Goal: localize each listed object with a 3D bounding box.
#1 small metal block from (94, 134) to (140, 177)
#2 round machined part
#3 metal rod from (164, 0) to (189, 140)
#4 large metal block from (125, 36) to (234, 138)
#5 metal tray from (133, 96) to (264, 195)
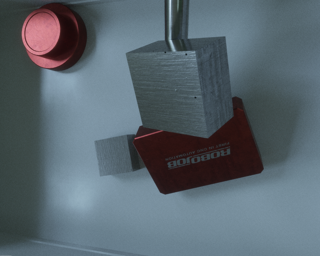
[{"bbox_3d":[-0.059,0.038,0.430,0.050,0.025,0.050,-11,86,19],"label":"small metal block"},{"bbox_3d":[-0.162,-0.136,0.457,0.098,0.042,0.097,0,90,19],"label":"round machined part"},{"bbox_3d":[0.017,-0.104,0.325,0.025,0.025,0.298,12,125,19],"label":"metal rod"},{"bbox_3d":[0.021,-0.042,0.305,0.080,0.050,0.079,9,122,39],"label":"large metal block"},{"bbox_3d":[0.045,0.025,0.368,0.130,0.030,0.090,-17,116,19],"label":"metal tray"}]
